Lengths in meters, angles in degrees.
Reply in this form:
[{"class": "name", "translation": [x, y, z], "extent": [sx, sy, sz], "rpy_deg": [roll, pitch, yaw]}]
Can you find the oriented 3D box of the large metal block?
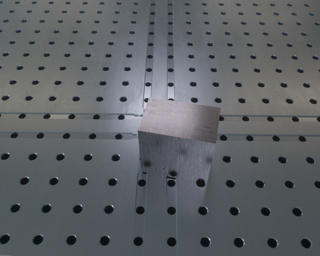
[{"class": "large metal block", "translation": [0.022, 0.016, 0.359], "extent": [0.080, 0.080, 0.050], "rpy_deg": [9, 51, 8]}]
